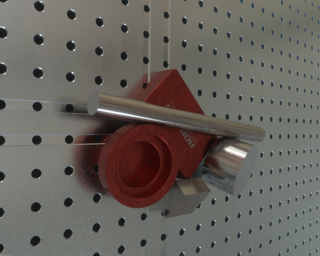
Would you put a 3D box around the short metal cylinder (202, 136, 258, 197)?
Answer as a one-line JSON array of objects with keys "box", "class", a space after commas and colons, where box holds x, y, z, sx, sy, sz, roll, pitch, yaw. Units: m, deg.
[{"box": [0.105, 0.055, 0.464, 0.081, 0.050, 0.079, -36, 137, -43], "class": "short metal cylinder"}]

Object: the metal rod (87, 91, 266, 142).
[{"box": [0.047, -0.007, 0.410, 0.302, 0.025, 0.025, 9, 84, -40], "class": "metal rod"}]

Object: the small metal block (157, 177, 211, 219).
[{"box": [0.032, 0.094, 0.421, 0.050, 0.025, 0.050, 3, 131, -41], "class": "small metal block"}]

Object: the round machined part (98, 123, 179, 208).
[{"box": [-0.028, 0.042, 0.370, 0.099, 0.042, 0.097, -5, 99, -34], "class": "round machined part"}]

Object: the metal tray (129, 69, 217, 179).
[{"box": [0.020, -0.004, 0.426, 0.090, 0.030, 0.130, -51, 120, -28], "class": "metal tray"}]
